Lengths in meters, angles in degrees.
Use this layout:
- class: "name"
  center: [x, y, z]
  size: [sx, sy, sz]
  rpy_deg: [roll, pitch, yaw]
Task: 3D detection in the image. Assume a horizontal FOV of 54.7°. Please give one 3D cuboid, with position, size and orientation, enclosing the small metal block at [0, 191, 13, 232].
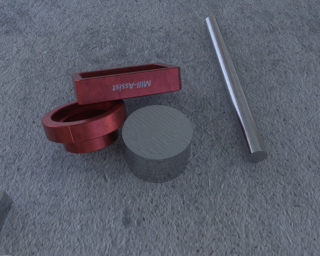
- class: "small metal block"
  center: [-0.193, 0.092, 0.324]
  size: [0.050, 0.025, 0.050]
  rpy_deg: [4, 50, 3]

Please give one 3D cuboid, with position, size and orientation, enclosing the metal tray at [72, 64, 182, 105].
- class: "metal tray"
  center: [-0.048, -0.062, 0.415]
  size: [0.131, 0.030, 0.090]
  rpy_deg: [-10, 18, -16]

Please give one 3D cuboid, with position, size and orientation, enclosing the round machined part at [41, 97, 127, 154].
- class: "round machined part"
  center: [-0.088, -0.003, 0.377]
  size: [0.099, 0.042, 0.098]
  rpy_deg: [-8, 23, 4]

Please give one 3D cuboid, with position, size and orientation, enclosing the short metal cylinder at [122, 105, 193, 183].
- class: "short metal cylinder"
  center: [-0.003, 0.018, 0.372]
  size: [0.081, 0.050, 0.080]
  rpy_deg: [0, 50, 0]

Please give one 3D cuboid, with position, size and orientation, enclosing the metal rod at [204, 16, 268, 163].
- class: "metal rod"
  center: [0.105, -0.079, 0.470]
  size: [0.025, 0.025, 0.300]
  rpy_deg: [-3, 50, -3]
